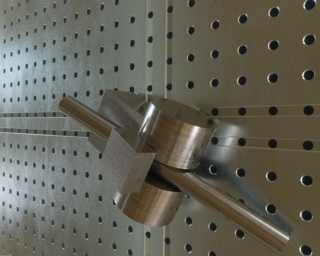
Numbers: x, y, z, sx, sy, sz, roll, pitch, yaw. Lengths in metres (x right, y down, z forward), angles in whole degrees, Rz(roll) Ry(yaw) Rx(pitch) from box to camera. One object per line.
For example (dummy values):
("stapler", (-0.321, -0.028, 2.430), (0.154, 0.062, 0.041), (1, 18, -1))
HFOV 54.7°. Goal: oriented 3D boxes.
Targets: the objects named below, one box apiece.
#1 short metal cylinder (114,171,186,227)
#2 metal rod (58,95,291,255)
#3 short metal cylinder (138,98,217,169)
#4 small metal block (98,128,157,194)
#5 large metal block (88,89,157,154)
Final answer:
("short metal cylinder", (-0.010, 0.072, 0.376), (0.080, 0.081, 0.050), (37, 113, 34))
("metal rod", (0.000, 0.041, 0.353), (0.300, 0.025, 0.025), (31, 110, 19))
("short metal cylinder", (0.018, 0.004, 0.355), (0.080, 0.081, 0.050), (35, 111, 34))
("small metal block", (-0.036, 0.034, 0.332), (0.050, 0.025, 0.050), (40, 115, 42))
("large metal block", (-0.044, 0.002, 0.422), (0.080, 0.050, 0.079), (36, 112, 34))
